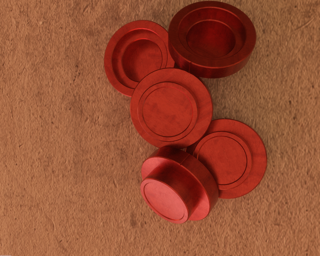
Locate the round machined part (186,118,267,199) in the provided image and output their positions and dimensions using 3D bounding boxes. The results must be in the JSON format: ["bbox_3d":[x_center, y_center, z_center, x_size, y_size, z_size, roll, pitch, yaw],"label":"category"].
[{"bbox_3d":[0.077,0.037,0.373,0.098,0.042,0.097,0,90,19],"label":"round machined part"}]

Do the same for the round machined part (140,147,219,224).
[{"bbox_3d":[0.016,0.074,0.368,0.098,0.042,0.097,24,136,26],"label":"round machined part"}]

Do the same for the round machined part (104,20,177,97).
[{"bbox_3d":[-0.020,-0.087,0.407,0.098,0.042,0.097,0,90,19],"label":"round machined part"}]

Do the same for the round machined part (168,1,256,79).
[{"bbox_3d":[0.059,-0.098,0.365,0.099,0.042,0.098,0,65,0],"label":"round machined part"}]

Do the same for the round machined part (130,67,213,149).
[{"bbox_3d":[0.012,-0.021,0.361,0.098,0.042,0.097,2,101,11],"label":"round machined part"}]
